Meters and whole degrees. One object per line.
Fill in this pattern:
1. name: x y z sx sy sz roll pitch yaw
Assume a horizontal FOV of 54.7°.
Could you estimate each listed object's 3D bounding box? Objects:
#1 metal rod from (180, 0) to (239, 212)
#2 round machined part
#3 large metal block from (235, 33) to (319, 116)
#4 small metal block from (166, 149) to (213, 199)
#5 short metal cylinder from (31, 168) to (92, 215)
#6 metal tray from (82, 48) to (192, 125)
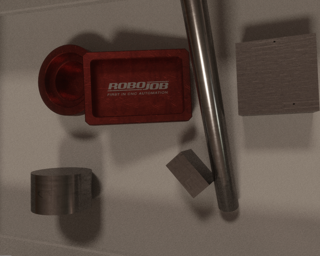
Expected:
1. metal rod: 0.052 -0.040 0.331 0.025 0.025 0.298 -6 111 19
2. round machined part: -0.120 -0.065 0.442 0.098 0.042 0.097 0 90 19
3. large metal block: 0.131 -0.056 0.351 0.080 0.050 0.079 -3 89 19
4. small metal block: 0.040 0.054 0.383 0.025 0.050 0.050 -44 77 15
5. short metal cylinder: -0.135 0.084 0.427 0.080 0.080 0.050 0 90 19
6. metal tray: -0.028 -0.050 0.393 0.131 0.030 0.089 -3 89 -2
